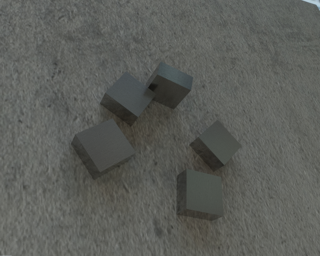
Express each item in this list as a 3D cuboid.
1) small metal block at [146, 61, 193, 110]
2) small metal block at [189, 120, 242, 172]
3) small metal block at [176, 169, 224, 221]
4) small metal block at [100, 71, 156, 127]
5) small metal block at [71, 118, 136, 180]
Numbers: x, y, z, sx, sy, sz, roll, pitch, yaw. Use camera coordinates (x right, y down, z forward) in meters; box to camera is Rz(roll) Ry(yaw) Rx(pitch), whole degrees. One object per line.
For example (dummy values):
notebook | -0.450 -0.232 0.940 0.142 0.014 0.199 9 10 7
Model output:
small metal block | 0.011 -0.058 0.430 0.050 0.050 0.025 23 53 -15
small metal block | 0.078 0.024 0.433 0.050 0.025 0.050 48 51 5
small metal block | 0.049 0.083 0.381 0.050 0.025 0.050 16 55 -20
small metal block | -0.041 -0.039 0.406 0.050 0.025 0.050 37 51 -4
small metal block | -0.065 0.023 0.356 0.050 0.025 0.050 -27 77 -37
